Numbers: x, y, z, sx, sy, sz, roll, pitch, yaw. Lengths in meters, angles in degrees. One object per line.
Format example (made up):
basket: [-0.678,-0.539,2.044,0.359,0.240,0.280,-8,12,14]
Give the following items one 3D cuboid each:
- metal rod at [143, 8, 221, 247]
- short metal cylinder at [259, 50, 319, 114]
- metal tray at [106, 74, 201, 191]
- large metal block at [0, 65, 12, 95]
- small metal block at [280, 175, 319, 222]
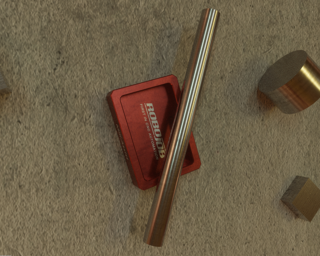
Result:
metal rod: [0.029,-0.005,0.388,0.025,0.025,0.299,17,84,-20]
short metal cylinder: [0.194,-0.067,0.453,0.050,0.080,0.080,40,77,-16]
metal tray: [-0.007,0.004,0.404,0.091,0.030,0.129,-18,96,-20]
large metal block: [-0.212,-0.063,0.317,0.081,0.050,0.080,-23,98,-19]
small metal block: [0.230,0.113,0.497,0.050,0.025,0.050,44,76,-15]
